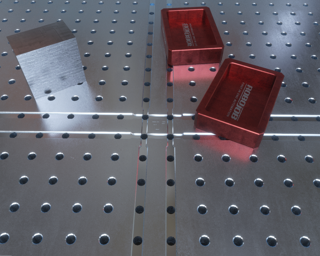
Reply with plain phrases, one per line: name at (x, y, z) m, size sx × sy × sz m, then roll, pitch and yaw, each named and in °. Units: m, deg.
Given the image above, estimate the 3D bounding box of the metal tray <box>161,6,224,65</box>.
metal tray at (0.052, -0.164, 0.542) m, size 0.091 × 0.030 × 0.130 m, roll -4°, pitch 50°, yaw -4°

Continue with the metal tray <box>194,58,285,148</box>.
metal tray at (0.114, -0.041, 0.438) m, size 0.090 × 0.030 × 0.130 m, roll 21°, pitch 53°, yaw 16°

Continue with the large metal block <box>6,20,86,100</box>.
large metal block at (-0.163, -0.099, 0.454) m, size 0.081 × 0.080 × 0.050 m, roll -25°, pitch 55°, yaw -20°
